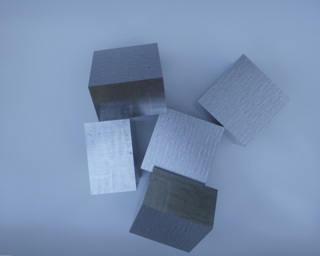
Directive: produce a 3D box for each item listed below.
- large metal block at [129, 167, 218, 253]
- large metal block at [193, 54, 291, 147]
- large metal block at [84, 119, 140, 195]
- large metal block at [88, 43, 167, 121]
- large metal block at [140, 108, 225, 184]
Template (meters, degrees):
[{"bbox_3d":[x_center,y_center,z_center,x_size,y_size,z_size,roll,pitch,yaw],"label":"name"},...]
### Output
[{"bbox_3d":[0.015,0.102,0.376,0.080,0.079,0.050,20,48,-2],"label":"large metal block"},{"bbox_3d":[0.102,-0.034,0.399,0.080,0.050,0.080,44,90,-1],"label":"large metal block"},{"bbox_3d":[-0.055,0.032,0.382,0.050,0.080,0.079,-6,90,0],"label":"large metal block"},{"bbox_3d":[-0.037,-0.057,0.376,0.081,0.080,0.050,-7,132,0],"label":"large metal block"},{"bbox_3d":[0.028,0.024,0.399,0.080,0.050,0.080,19,90,-1],"label":"large metal block"}]
